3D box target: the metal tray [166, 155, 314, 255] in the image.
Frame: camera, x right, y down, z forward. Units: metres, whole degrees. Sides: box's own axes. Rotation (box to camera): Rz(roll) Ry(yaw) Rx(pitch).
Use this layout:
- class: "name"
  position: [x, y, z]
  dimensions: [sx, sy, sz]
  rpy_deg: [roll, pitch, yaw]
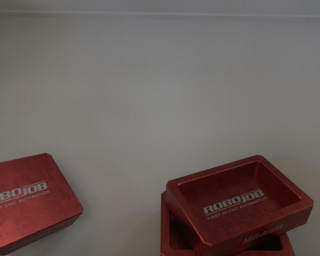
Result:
- class: "metal tray"
  position: [0.083, 0.080, 0.335]
  dimensions: [0.131, 0.030, 0.090]
  rpy_deg: [-13, 36, -20]

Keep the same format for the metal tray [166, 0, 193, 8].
- class: "metal tray"
  position: [0.054, -0.260, 0.503]
  dimensions: [0.131, 0.030, 0.090]
  rpy_deg: [-28, 72, -10]

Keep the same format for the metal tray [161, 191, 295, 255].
- class: "metal tray"
  position: [0.066, 0.112, 0.341]
  dimensions: [0.131, 0.030, 0.090]
  rpy_deg: [1, 33, 0]

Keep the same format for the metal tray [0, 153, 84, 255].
- class: "metal tray"
  position: [-0.159, 0.081, 0.330]
  dimensions: [0.131, 0.030, 0.090]
  rpy_deg: [-12, 59, -53]
